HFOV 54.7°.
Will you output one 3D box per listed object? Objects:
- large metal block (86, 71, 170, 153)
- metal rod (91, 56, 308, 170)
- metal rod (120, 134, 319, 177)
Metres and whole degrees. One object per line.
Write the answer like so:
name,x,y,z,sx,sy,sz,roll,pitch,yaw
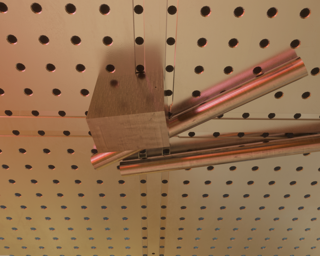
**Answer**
large metal block,-0.032,-0.020,0.358,0.080,0.080,0.050,-6,130,4
metal rod,0.035,-0.011,0.403,0.300,0.025,0.025,-25,126,19
metal rod,0.092,0.039,0.446,0.302,0.025,0.025,-8,130,6
